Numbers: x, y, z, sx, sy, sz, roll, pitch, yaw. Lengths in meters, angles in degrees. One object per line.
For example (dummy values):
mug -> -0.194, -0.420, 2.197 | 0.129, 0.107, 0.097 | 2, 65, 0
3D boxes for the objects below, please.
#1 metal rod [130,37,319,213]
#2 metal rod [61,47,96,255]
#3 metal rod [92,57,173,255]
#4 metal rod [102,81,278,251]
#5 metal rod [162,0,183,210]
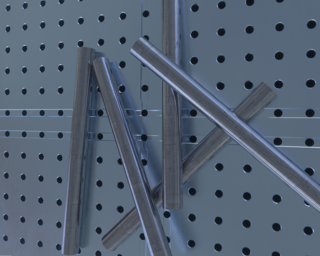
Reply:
metal rod -> 0.087, 0.000, 0.355 | 0.300, 0.025, 0.025 | 41, 103, 4
metal rod -> -0.119, 0.034, 0.453 | 0.025, 0.025, 0.298 | 6, 92, 19
metal rod -> -0.037, 0.042, 0.405 | 0.025, 0.025, 0.299 | -24, 75, 18
metal rod -> 0.029, 0.058, 0.401 | 0.299, 0.025, 0.025 | -46, 76, 14
metal rod -> 0.015, -0.052, 0.391 | 0.025, 0.025, 0.298 | -2, 83, 19
